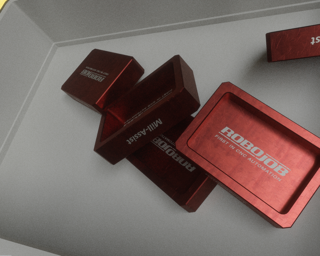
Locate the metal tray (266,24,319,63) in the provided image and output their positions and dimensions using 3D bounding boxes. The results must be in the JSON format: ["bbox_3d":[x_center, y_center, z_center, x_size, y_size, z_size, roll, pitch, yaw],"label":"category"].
[{"bbox_3d":[0.185,-0.093,0.324,0.130,0.090,0.030,-2,101,27],"label":"metal tray"}]

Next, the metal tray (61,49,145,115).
[{"bbox_3d":[-0.093,-0.074,0.480,0.130,0.030,0.090,26,75,49],"label":"metal tray"}]

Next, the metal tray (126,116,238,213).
[{"bbox_3d":[0.017,0.027,0.376,0.130,0.030,0.090,35,81,38],"label":"metal tray"}]

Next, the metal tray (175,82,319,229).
[{"bbox_3d":[0.092,0.024,0.310,0.130,0.030,0.090,36,81,17],"label":"metal tray"}]

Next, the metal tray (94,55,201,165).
[{"bbox_3d":[-0.018,-0.023,0.371,0.130,0.030,0.090,-34,31,21],"label":"metal tray"}]
